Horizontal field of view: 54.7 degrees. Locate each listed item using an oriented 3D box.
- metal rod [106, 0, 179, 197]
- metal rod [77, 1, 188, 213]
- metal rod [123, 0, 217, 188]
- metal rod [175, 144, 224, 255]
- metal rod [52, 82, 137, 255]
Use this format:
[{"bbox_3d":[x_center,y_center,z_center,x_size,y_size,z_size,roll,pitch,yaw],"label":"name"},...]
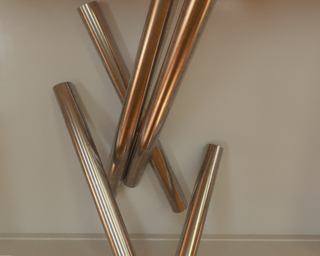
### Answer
[{"bbox_3d":[-0.033,-0.017,0.362,0.025,0.025,0.298,16,125,-6],"label":"metal rod"},{"bbox_3d":[-0.028,-0.013,0.406,0.025,0.025,0.299,-21,109,7],"label":"metal rod"},{"bbox_3d":[0.001,-0.026,0.338,0.025,0.025,0.298,16,133,-7],"label":"metal rod"},{"bbox_3d":[0.030,0.161,0.379,0.025,0.025,0.299,21,72,-8],"label":"metal rod"},{"bbox_3d":[-0.068,0.085,0.376,0.025,0.025,0.299,-23,84,7],"label":"metal rod"}]
